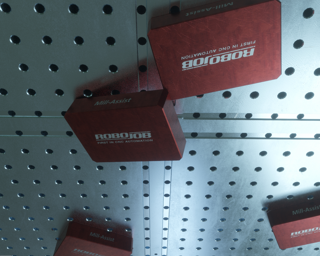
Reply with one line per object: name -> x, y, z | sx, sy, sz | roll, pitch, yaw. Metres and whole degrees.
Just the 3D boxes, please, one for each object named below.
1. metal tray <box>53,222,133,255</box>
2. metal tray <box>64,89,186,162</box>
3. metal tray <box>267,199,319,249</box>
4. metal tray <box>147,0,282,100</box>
metal tray -> -0.130, 0.234, 0.606 | 0.131, 0.030, 0.089 | 22, 127, -18
metal tray -> -0.042, 0.002, 0.389 | 0.130, 0.030, 0.090 | -4, 132, 22
metal tray -> 0.269, 0.171, 0.555 | 0.130, 0.030, 0.090 | -19, 128, 15
metal tray -> 0.060, -0.085, 0.336 | 0.130, 0.030, 0.090 | -11, 130, 9
